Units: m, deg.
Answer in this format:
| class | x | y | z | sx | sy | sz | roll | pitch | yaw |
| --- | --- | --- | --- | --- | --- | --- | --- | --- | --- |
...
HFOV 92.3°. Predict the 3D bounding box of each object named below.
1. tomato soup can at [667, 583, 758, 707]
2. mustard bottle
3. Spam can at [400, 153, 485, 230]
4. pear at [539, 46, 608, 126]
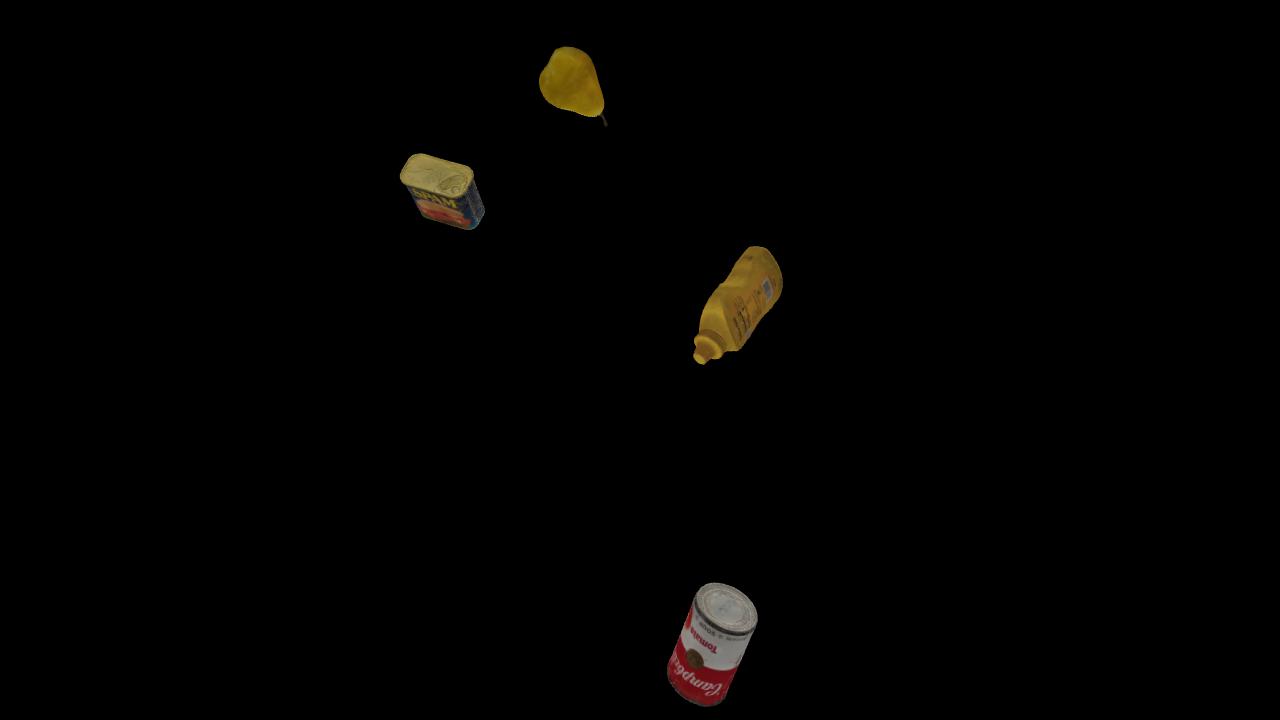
| class | x | y | z | sx | sy | sz | roll | pitch | yaw |
| --- | --- | --- | --- | --- | --- | --- | --- | --- | --- |
| tomato soup can | 0.075 | 0.291 | 0.632 | 0.068 | 0.101 | 0.068 | 15 | 20 | -6 |
| mustard bottle | 0.124 | -0.062 | 0.814 | 0.054 | 0.184 | 0.092 | 17 | -35 | 35 |
| Spam can | -0.285 | -0.244 | 0.900 | 0.101 | 0.058 | 0.085 | 18 | -21 | 7 |
| pear | -0.079 | -0.368 | 0.837 | 0.111 | 0.080 | 0.080 | 30 | -12 | -21 |
